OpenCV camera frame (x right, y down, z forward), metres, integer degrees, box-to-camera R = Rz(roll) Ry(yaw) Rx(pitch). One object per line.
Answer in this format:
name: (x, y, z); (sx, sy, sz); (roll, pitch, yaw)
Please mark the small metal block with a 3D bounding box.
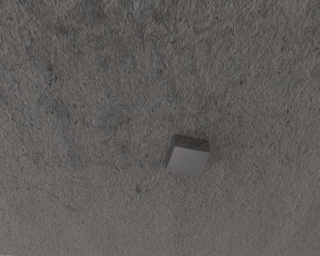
small metal block: (0.038, 0.039, 0.441); (0.050, 0.025, 0.050); (11, 129, -9)
